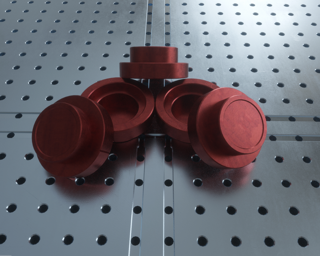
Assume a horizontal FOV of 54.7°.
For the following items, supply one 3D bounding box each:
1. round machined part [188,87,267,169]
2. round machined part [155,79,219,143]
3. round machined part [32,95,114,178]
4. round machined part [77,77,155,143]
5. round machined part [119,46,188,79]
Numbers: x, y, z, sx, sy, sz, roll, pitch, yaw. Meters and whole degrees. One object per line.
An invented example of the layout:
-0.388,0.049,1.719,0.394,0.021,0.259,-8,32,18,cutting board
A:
0.085,-0.001,0.364,0.099,0.042,0.097,5,79,-25,round machined part
0.043,-0.018,0.412,0.099,0.042,0.098,0,50,0,round machined part
-0.107,0.008,0.358,0.098,0.042,0.098,-5,76,21,round machined part
-0.056,-0.019,0.411,0.099,0.042,0.098,0,50,0,round machined part
-0.009,-0.094,0.442,0.099,0.042,0.098,0,12,0,round machined part
